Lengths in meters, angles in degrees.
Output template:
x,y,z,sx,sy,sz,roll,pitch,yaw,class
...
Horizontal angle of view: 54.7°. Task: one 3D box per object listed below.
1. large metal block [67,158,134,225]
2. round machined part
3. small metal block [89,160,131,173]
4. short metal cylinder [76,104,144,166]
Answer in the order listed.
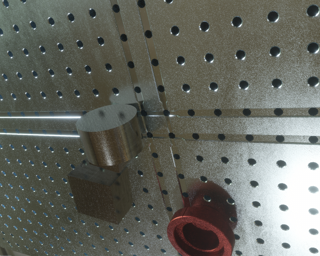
x,y,z,sx,sy,sz,roll,pitch,yaw,class
-0.096,0.102,0.509,0.080,0.050,0.079,9,122,23,large metal block
0.064,0.154,0.462,0.098,0.042,0.097,13,124,21,round machined part
-0.069,0.035,0.453,0.050,0.050,0.025,13,124,21,small metal block
-0.065,0.007,0.415,0.080,0.080,0.050,3,120,26,short metal cylinder
